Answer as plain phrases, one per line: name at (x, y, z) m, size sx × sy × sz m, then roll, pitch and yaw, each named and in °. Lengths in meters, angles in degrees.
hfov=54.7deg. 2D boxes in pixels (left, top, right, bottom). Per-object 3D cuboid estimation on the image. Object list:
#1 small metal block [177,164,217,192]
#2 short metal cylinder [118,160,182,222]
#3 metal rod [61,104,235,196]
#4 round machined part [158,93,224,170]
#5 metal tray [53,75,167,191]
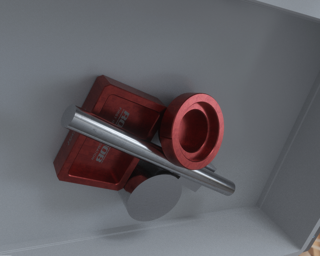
small metal block at (0.051, 0.065, 0.476) m, size 0.050 × 0.025 × 0.050 m, roll -49°, pitch 129°, yaw 6°
short metal cylinder at (-0.017, 0.083, 0.433) m, size 0.081 × 0.050 × 0.079 m, roll -14°, pitch 125°, yaw -21°
metal rod at (0.010, 0.043, 0.403) m, size 0.301 × 0.025 × 0.025 m, roll 29°, pitch 102°, yaw -40°
round machined part at (0.036, 0.003, 0.403) m, size 0.099 × 0.042 × 0.097 m, roll -7°, pitch 101°, yaw -41°
metal tray at (-0.060, 0.011, 0.378) m, size 0.091 × 0.030 × 0.129 m, roll 20°, pitch 108°, yaw -36°
